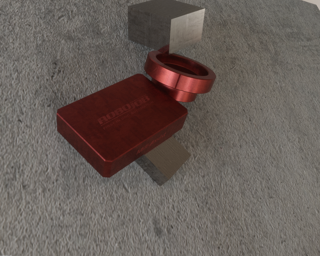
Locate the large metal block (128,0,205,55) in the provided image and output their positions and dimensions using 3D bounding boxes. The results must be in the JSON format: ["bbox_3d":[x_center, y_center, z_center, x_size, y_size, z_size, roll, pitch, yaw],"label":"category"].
[{"bbox_3d":[0.009,-0.157,0.467,0.080,0.050,0.081,28,43,30],"label":"large metal block"}]

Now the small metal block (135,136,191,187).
[{"bbox_3d":[0.002,0.035,0.385,0.050,0.025,0.050,46,51,3],"label":"small metal block"}]

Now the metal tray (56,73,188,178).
[{"bbox_3d":[-0.041,-0.010,0.367,0.090,0.030,0.131,40,50,21],"label":"metal tray"}]

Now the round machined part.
[{"bbox_3d":[0.025,-0.070,0.433,0.099,0.042,0.098,16,27,-8],"label":"round machined part"}]
